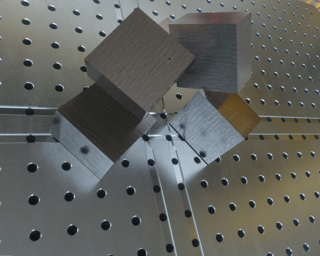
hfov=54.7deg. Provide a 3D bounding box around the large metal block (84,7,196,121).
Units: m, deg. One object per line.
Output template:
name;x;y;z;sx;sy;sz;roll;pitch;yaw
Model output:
large metal block;-0.022;-0.067;0.338;0.080;0.050;0.080;41;76;-1

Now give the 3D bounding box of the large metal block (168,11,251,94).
large metal block;0.063;-0.092;0.374;0.080;0.079;0.050;11;37;30

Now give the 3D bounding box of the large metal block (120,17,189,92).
large metal block;-0.008;-0.091;0.424;0.050;0.080;0.080;41;51;-1

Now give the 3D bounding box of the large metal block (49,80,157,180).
large metal block;-0.065;-0.002;0.359;0.080;0.050;0.080;43;51;1

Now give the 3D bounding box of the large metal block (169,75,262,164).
large metal block;0.072;-0.010;0.417;0.080;0.080;0.050;47;51;4
